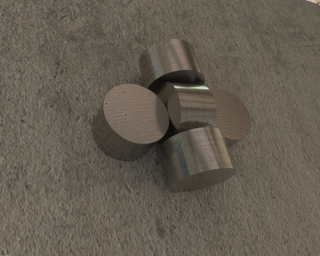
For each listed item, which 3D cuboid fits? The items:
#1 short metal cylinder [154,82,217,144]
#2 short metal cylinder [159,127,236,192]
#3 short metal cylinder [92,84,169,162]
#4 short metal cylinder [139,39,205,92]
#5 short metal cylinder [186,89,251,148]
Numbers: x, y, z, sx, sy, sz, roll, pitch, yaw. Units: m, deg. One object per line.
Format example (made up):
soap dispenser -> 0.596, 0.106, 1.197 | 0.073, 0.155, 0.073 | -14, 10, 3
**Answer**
short metal cylinder -> 0.027, -0.017, 0.396 | 0.050, 0.080, 0.080 | 0, 62, -28
short metal cylinder -> 0.044, 0.040, 0.370 | 0.081, 0.080, 0.050 | 0, 62, -28
short metal cylinder -> -0.036, -0.006, 0.373 | 0.081, 0.050, 0.080 | 14, 55, -21
short metal cylinder -> 0.015, -0.075, 0.424 | 0.081, 0.080, 0.050 | 0, 62, -28
short metal cylinder -> 0.080, -0.008, 0.436 | 0.081, 0.050, 0.080 | 13, 57, -21
